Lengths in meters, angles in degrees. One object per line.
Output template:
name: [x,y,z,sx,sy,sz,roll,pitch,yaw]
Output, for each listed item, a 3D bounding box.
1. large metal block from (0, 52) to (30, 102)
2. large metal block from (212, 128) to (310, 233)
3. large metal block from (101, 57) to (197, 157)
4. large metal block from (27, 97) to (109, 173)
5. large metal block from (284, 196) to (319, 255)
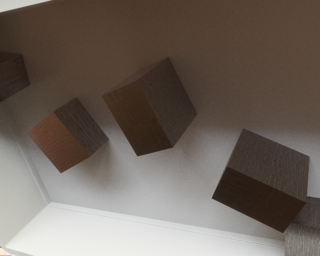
large metal block: [-0.256,-0.075,0.453,0.080,0.080,0.050,8,122,16]
large metal block: [0.114,0.055,0.347,0.080,0.080,0.050,25,127,13]
large metal block: [-0.008,-0.026,0.360,0.050,0.080,0.080,-17,110,34]
large metal block: [-0.140,0.012,0.472,0.080,0.050,0.080,-29,103,37]
large metal block: [0.196,0.132,0.371,0.080,0.050,0.079,5,121,25]
